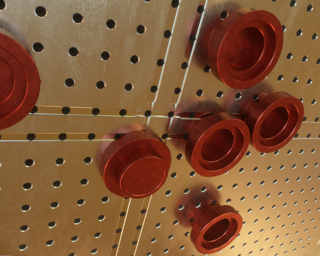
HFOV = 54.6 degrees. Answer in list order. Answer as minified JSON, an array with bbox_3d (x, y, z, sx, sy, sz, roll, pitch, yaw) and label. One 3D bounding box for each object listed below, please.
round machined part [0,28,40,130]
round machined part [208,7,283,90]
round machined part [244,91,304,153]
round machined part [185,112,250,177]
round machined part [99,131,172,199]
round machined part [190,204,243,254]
[{"bbox_3d":[-0.164,-0.047,0.281,0.099,0.042,0.097,-14,124,-21],"label":"round machined part"},{"bbox_3d":[0.103,-0.102,0.393,0.099,0.042,0.097,-14,124,-21],"label":"round machined part"},{"bbox_3d":[0.171,-0.013,0.485,0.099,0.042,0.097,-14,124,-21],"label":"round machined part"},{"bbox_3d":[0.079,0.020,0.455,0.099,0.042,0.097,-14,124,-21],"label":"round machined part"},{"bbox_3d":[-0.028,0.056,0.419,0.099,0.042,0.097,-14,124,-21],"label":"round machined part"},{"bbox_3d":[0.097,0.177,0.562,0.099,0.042,0.097,-14,124,-21],"label":"round machined part"}]
